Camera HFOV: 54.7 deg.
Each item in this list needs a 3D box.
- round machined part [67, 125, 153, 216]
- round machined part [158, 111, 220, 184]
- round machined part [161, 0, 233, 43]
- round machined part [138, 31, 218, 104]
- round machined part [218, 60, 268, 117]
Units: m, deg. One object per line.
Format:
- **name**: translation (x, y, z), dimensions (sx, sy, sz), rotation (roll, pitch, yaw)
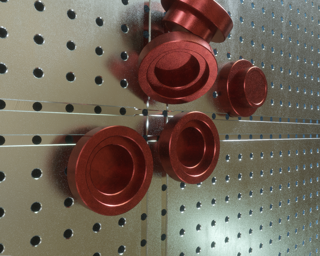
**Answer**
- **round machined part**: translation (-0.059, 0.046, 0.351), dimensions (0.099, 0.042, 0.097), rotation (0, 90, -40)
- **round machined part**: translation (0.036, 0.026, 0.431), dimensions (0.099, 0.042, 0.097), rotation (0, 90, -40)
- **round machined part**: translation (0.042, -0.138, 0.404), dimensions (0.098, 0.098, 0.042), rotation (30, 94, -36)
- **round machined part**: translation (0.021, -0.079, 0.393), dimensions (0.098, 0.098, 0.042), rotation (35, 34, -35)
- **round machined part**: translation (0.145, -0.067, 0.523), dimensions (0.099, 0.042, 0.097), rotation (0, 90, -40)
